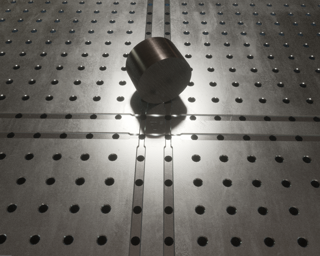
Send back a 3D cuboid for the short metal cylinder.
[{"bbox_3d":[-0.002,-0.081,0.440,0.081,0.080,0.050,-17,53,-15],"label":"short metal cylinder"}]
